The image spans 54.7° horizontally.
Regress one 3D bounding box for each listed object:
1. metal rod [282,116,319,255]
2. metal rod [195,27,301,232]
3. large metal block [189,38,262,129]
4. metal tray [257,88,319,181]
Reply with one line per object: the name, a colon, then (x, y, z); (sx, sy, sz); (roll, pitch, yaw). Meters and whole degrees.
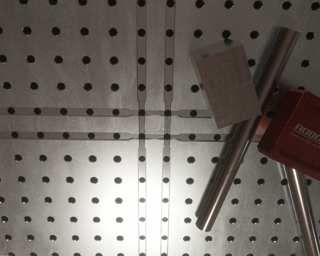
metal rod: (0.214, 0.121, 0.461); (0.025, 0.025, 0.298); (-19, 109, 6)
metal rod: (0.111, 0.015, 0.420); (0.025, 0.025, 0.298); (17, 109, -7)
large metal block: (0.074, -0.055, 0.365); (0.050, 0.080, 0.080); (-19, 109, 7)
metal tray: (0.201, 0.016, 0.398); (0.131, 0.030, 0.090); (23, 98, -20)
